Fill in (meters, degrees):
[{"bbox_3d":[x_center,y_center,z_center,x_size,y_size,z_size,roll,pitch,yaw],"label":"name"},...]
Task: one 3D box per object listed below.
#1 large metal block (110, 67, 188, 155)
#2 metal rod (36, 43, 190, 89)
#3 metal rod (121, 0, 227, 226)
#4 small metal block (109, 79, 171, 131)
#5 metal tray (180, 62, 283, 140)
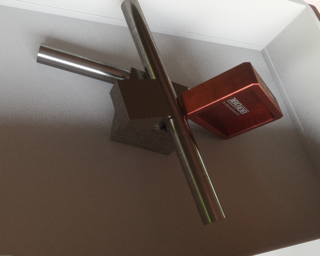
[{"bbox_3d":[-0.012,-0.020,0.395,0.081,0.050,0.080,17,55,-19],"label":"large metal block"},{"bbox_3d":[-0.012,-0.060,0.436,0.302,0.025,0.025,14,56,-21],"label":"metal rod"},{"bbox_3d":[0.007,-0.036,0.367,0.025,0.025,0.299,-7,65,-32],"label":"metal rod"},{"bbox_3d":[-0.022,-0.027,0.345,0.050,0.025,0.050,-7,65,-32],"label":"small metal block"},{"bbox_3d":[0.096,-0.027,0.398,0.130,0.090,0.030,25,46,-54],"label":"metal tray"}]
